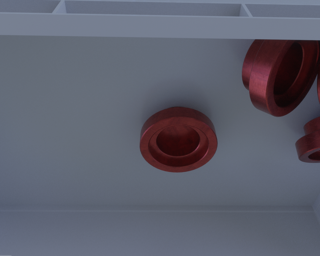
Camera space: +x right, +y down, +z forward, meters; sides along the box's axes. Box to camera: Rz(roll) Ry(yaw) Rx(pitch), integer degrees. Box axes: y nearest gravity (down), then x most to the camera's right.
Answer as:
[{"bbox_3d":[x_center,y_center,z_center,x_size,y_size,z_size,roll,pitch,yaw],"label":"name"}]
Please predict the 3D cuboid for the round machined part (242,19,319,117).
[{"bbox_3d":[0.124,-0.064,0.324,0.099,0.042,0.097,-22,127,-32],"label":"round machined part"}]

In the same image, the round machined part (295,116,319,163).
[{"bbox_3d":[0.224,0.011,0.394,0.099,0.042,0.098,-4,158,-1],"label":"round machined part"}]

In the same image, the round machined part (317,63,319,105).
[{"bbox_3d":[0.203,-0.051,0.334,0.042,0.098,0.098,5,142,44],"label":"round machined part"}]

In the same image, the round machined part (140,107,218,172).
[{"bbox_3d":[0.023,0.011,0.408,0.099,0.042,0.097,-1,130,0],"label":"round machined part"}]
